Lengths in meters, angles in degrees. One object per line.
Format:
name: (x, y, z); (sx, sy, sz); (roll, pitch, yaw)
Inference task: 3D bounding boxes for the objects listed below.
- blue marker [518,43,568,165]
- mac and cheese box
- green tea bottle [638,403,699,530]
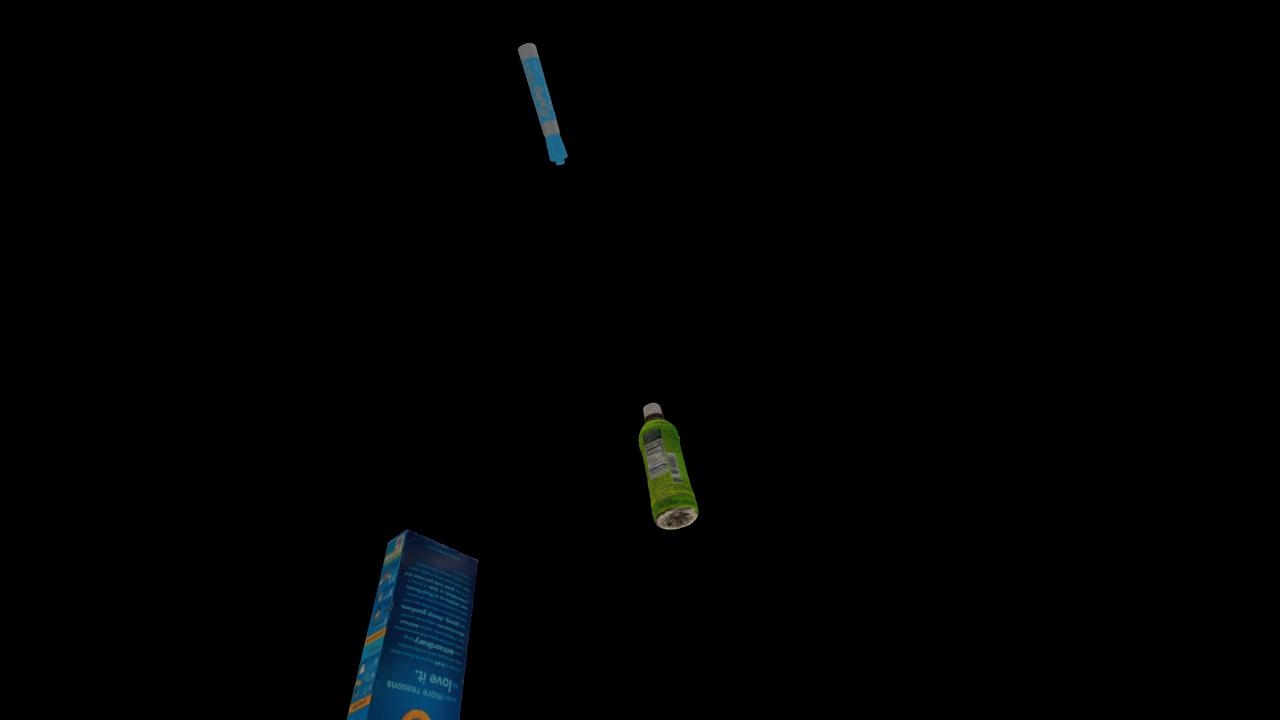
blue marker: (-0.098, -0.257, 0.623); (0.020, 0.121, 0.020); (-16, 3, 1)
mac and cheese box: (-0.207, 0.262, 0.577); (0.041, 0.184, 0.093); (-33, -52, 23)
green tea bottle: (0.038, 0.158, 0.975); (0.073, 0.212, 0.073); (-6, -40, -5)
